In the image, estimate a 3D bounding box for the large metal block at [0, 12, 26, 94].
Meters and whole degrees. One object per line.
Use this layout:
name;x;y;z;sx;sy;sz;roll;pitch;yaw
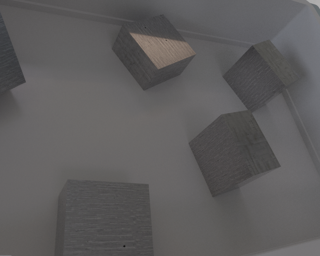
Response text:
large metal block;-0.192;-0.069;0.300;0.050;0.079;0.080;21;43;31

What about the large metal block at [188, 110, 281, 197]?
large metal block;0.092;0.033;0.399;0.050;0.080;0.080;-10;67;-32

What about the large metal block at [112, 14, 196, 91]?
large metal block;-0.009;-0.112;0.453;0.081;0.050;0.080;-30;78;-38

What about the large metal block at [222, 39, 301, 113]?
large metal block;0.165;-0.084;0.510;0.050;0.080;0.080;-26;76;-37

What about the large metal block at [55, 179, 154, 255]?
large metal block;-0.055;0.098;0.300;0.081;0.050;0.080;8;58;-24
